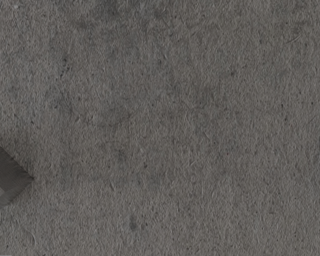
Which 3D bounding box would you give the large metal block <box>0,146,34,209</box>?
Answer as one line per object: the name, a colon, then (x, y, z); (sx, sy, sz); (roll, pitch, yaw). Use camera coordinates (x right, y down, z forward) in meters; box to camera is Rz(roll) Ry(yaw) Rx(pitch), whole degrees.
large metal block: (-0.217, 0.059, 0.381); (0.080, 0.080, 0.050); (45, 90, 0)
